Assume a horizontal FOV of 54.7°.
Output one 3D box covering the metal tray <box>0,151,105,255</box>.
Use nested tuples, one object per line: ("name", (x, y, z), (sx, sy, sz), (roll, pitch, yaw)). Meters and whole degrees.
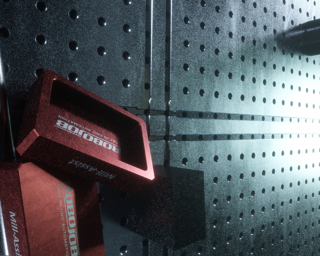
("metal tray", (-0.100, 0.088, 0.303), (0.091, 0.030, 0.129), (-14, 100, -59))

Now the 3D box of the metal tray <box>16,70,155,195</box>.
("metal tray", (-0.068, 0.006, 0.314), (0.131, 0.030, 0.090), (28, 34, -35))

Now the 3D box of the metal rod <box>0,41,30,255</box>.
("metal rod", (-0.152, -0.033, 0.281), (0.025, 0.025, 0.298), (-10, 97, -40))

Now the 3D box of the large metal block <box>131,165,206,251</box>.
("large metal block", (0.008, 0.092, 0.380), (0.050, 0.080, 0.079), (-4, 93, -40))

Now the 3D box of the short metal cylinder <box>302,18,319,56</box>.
("short metal cylinder", (0.365, -0.207, 0.699), (0.081, 0.050, 0.079), (0, 90, -40))
